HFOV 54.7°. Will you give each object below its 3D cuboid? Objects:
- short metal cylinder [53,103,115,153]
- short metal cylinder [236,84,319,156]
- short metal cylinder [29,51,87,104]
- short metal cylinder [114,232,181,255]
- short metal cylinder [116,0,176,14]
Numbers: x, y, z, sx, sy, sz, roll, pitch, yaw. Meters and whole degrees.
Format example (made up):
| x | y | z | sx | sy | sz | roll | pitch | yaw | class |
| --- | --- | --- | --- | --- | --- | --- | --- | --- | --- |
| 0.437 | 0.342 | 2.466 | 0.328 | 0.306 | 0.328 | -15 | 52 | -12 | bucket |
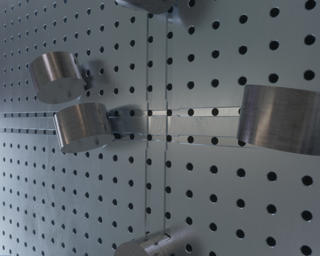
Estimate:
| x | y | z | sx | sy | sz | roll | pitch | yaw | class |
| --- | --- | --- | --- | --- | --- | --- | --- | --- | --- |
| -0.114 | 0.001 | 0.468 | 0.080 | 0.081 | 0.050 | -28 | 73 | 36 | short metal cylinder |
| 0.113 | -0.009 | 0.280 | 0.080 | 0.081 | 0.050 | 14 | 99 | 39 | short metal cylinder |
| -0.168 | -0.081 | 0.512 | 0.080 | 0.081 | 0.050 | -35 | 69 | 34 | short metal cylinder |
| -0.017 | 0.183 | 0.407 | 0.080 | 0.050 | 0.079 | 0 | 90 | 40 | short metal cylinder |
| -0.018 | -0.188 | 0.388 | 0.050 | 0.081 | 0.079 | 27 | 107 | 37 | short metal cylinder |
